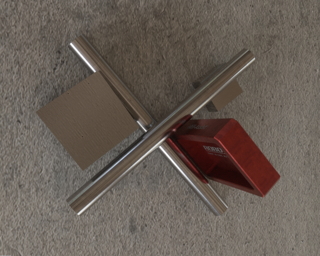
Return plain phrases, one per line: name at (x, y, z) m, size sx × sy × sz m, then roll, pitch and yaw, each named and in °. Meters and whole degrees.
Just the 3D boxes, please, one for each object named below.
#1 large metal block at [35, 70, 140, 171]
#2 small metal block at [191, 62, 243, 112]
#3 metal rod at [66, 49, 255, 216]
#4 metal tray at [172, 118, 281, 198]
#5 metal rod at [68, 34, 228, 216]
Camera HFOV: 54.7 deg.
large metal block at (-0.085, -0.009, 0.365) m, size 0.080 × 0.050 × 0.080 m, roll -39°, pitch 103°, yaw -16°
small metal block at (0.082, -0.058, 0.442) m, size 0.050 × 0.025 × 0.050 m, roll -37°, pitch 102°, yaw -16°
metal rod at (0.012, -0.005, 0.389) m, size 0.301 × 0.025 × 0.025 m, roll -41°, pitch 103°, yaw -16°
metal tray at (0.073, 0.032, 0.382) m, size 0.030 × 0.130 × 0.090 m, roll -44°, pitch 104°, yaw -14°
metal rod at (-0.007, 0.006, 0.409) m, size 0.025 × 0.025 × 0.300 m, roll -44°, pitch 104°, yaw -15°
